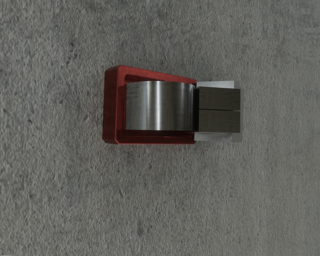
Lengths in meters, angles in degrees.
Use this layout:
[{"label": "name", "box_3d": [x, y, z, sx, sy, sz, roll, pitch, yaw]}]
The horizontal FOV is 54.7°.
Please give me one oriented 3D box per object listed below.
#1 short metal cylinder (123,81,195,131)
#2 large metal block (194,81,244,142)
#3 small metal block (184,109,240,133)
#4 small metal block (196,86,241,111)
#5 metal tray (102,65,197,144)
[{"label": "short metal cylinder", "box_3d": [-0.001, -0.022, 0.353, 0.081, 0.080, 0.050, 1, 90, -40]}, {"label": "large metal block", "box_3d": [0.087, -0.020, 0.444, 0.080, 0.050, 0.080, 7, 86, -66]}, {"label": "small metal block", "box_3d": [0.062, -0.007, 0.373, 0.050, 0.050, 0.025, 2, 88, -14]}, {"label": "small metal block", "box_3d": [0.062, -0.032, 0.374, 0.050, 0.050, 0.025, 2, 88, -14]}, {"label": "metal tray", "box_3d": [-0.008, -0.024, 0.396, 0.131, 0.030, 0.089, 3, 88, -40]}]
